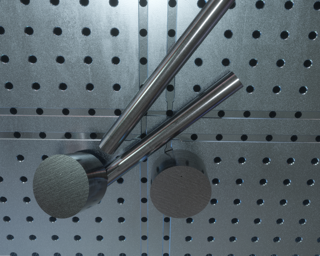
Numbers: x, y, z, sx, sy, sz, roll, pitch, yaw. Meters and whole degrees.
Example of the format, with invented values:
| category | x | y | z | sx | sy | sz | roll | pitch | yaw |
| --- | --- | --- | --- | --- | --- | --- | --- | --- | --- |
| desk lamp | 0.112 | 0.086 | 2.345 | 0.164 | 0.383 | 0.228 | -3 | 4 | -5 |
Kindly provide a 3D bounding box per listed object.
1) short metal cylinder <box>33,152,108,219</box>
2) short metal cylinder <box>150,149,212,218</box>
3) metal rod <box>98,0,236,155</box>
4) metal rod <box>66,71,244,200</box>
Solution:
| category | x | y | z | sx | sy | sz | roll | pitch | yaw |
| --- | --- | --- | --- | --- | --- | --- | --- | --- | --- |
| short metal cylinder | -0.117 | 0.073 | 0.410 | 0.080 | 0.050 | 0.080 | 0 | 89 | 16 |
| short metal cylinder | 0.027 | 0.076 | 0.428 | 0.081 | 0.050 | 0.079 | 0 | 110 | 0 |
| metal rod | 0.018 | -0.083 | 0.382 | 0.025 | 0.025 | 0.299 | 36 | 106 | -12 |
| metal rod | -0.019 | 0.026 | 0.422 | 0.300 | 0.025 | 0.025 | -37 | 106 | 12 |
